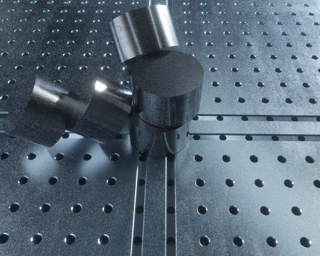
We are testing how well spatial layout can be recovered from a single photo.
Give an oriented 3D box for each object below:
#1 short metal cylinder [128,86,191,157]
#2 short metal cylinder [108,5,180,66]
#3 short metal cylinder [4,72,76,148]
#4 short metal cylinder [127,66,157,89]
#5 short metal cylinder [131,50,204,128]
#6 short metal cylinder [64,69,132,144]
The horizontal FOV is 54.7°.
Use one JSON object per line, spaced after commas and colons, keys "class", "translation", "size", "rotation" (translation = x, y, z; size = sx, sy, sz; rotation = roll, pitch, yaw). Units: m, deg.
{"class": "short metal cylinder", "translation": [-0.001, -0.009, 0.398], "size": [0.081, 0.050, 0.080], "rotation": [0, 50, 0]}
{"class": "short metal cylinder", "translation": [-0.020, -0.116, 0.395], "size": [0.081, 0.080, 0.050], "rotation": [-19, 96, -15]}
{"class": "short metal cylinder", "translation": [-0.147, -0.021, 0.380], "size": [0.050, 0.080, 0.080], "rotation": [26, 39, -35]}
{"class": "short metal cylinder", "translation": [-0.005, -0.071, 0.450], "size": [0.081, 0.050, 0.080], "rotation": [0, 50, 0]}
{"class": "short metal cylinder", "translation": [0.009, -0.047, 0.363], "size": [0.081, 0.050, 0.080], "rotation": [0, 50, 0]}
{"class": "short metal cylinder", "translation": [-0.079, -0.026, 0.384], "size": [0.050, 0.080, 0.080], "rotation": [26, 39, -35]}
